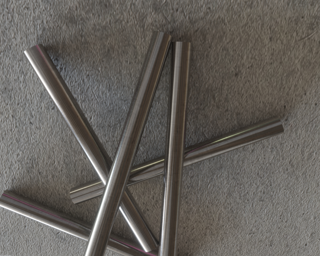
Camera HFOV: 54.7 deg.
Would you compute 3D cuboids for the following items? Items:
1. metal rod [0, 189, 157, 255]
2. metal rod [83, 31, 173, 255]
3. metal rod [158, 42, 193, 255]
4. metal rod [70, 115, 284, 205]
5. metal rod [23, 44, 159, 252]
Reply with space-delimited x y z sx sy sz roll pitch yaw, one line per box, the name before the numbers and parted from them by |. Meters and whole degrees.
metal rod | -0.093 0.165 0.469 0.301 0.025 0.025 26 108 -10
metal rod | -0.042 0.030 0.380 0.025 0.025 0.298 17 94 -6
metal rod | 0.018 0.044 0.399 0.025 0.025 0.298 3 100 -1
metal rod | 0.018 0.046 0.426 0.301 0.025 0.025 -20 109 7
metal rod | -0.082 0.033 0.401 0.025 0.025 0.299 -27 101 9
